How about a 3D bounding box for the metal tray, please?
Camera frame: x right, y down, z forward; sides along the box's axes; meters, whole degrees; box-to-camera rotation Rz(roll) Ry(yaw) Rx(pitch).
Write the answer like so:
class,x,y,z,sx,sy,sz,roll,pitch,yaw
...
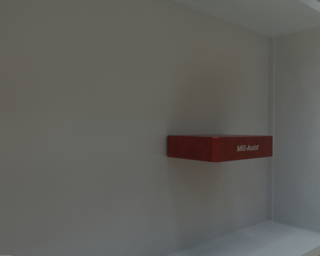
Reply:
class,x,y,z,sx,sy,sz,roll,pitch,yaw
metal tray,0.086,0.026,0.438,0.131,0.090,0.030,0,90,-40
